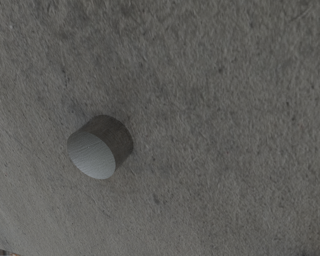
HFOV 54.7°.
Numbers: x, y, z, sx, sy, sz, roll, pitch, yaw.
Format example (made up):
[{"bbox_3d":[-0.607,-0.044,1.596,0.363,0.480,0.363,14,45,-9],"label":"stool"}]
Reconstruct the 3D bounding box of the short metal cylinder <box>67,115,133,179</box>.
[{"bbox_3d":[-0.086,0.027,0.451,0.080,0.050,0.079,13,124,20],"label":"short metal cylinder"}]
